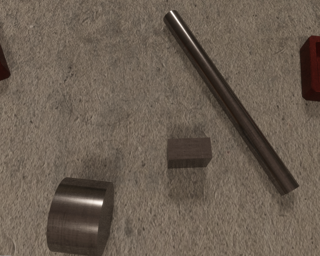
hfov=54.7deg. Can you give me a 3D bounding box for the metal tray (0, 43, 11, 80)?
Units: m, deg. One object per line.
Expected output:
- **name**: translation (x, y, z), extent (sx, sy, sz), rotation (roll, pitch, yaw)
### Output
- **metal tray**: translation (-0.281, -0.116, 0.444), extent (0.091, 0.030, 0.130), rotation (-23, 72, -9)

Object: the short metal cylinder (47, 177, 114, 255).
- **short metal cylinder**: translation (-0.084, 0.097, 0.342), extent (0.050, 0.080, 0.080), rotation (6, 70, 2)

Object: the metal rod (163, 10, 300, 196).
- **metal rod**: translation (0.088, -0.046, 0.425), extent (0.025, 0.025, 0.299), rotation (-27, 73, -10)

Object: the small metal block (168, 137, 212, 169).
- **small metal block**: translation (0.035, 0.032, 0.384), extent (0.050, 0.050, 0.025), rotation (-2, 70, -1)

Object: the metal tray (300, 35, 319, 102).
- **metal tray**: translation (0.271, -0.079, 0.437), extent (0.131, 0.030, 0.090), rotation (6, 70, 2)
